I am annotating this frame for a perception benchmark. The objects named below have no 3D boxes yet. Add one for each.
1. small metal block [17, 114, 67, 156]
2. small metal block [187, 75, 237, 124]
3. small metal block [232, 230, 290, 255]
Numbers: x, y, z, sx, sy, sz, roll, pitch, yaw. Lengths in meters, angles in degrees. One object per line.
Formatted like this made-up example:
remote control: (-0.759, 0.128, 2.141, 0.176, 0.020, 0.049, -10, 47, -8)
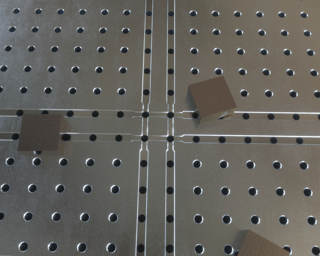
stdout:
small metal block: (-0.153, 0.009, 0.408, 0.050, 0.025, 0.050, -1, 70, 0)
small metal block: (0.070, -0.039, 0.426, 0.050, 0.025, 0.050, -16, 71, -6)
small metal block: (0.112, 0.153, 0.357, 0.050, 0.025, 0.050, 28, 72, 9)
